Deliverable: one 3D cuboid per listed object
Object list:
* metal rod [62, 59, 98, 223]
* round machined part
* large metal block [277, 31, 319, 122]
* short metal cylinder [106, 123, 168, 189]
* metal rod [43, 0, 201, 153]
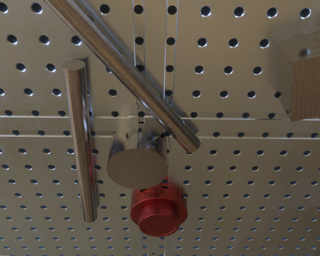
[{"bbox_3d":[-0.109,0.042,0.445,0.025,0.025,0.298,3,130,-3],"label":"metal rod"},{"bbox_3d":[-0.002,0.149,0.528,0.099,0.042,0.097,-1,130,0],"label":"round machined part"},{"bbox_3d":[0.180,-0.060,0.347,0.080,0.050,0.080,-12,129,9],"label":"large metal block"},{"bbox_3d":[-0.030,0.040,0.429,0.081,0.050,0.079,0,130,0],"label":"short metal cylinder"},{"bbox_3d":[-0.042,-0.067,0.353,0.025,0.025,0.300,-29,125,22],"label":"metal rod"}]
